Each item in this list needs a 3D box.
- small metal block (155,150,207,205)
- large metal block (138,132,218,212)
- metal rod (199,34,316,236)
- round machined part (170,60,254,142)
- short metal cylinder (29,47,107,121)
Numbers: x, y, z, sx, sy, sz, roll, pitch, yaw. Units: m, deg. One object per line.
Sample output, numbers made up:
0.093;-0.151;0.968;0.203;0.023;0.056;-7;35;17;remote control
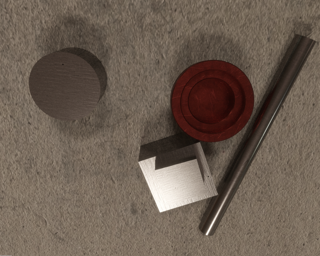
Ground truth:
0.025;0.060;0.379;0.050;0.025;0.050;-16;110;5;small metal block
0.024;0.056;0.418;0.080;0.050;0.080;-19;110;6;large metal block
0.123;0.023;0.419;0.025;0.025;0.298;19;109;-8;metal rod
0.062;-0.035;0.384;0.099;0.042;0.097;0;101;-2;round machined part
-0.108;-0.054;0.375;0.081;0.050;0.079;0;110;-1;short metal cylinder
